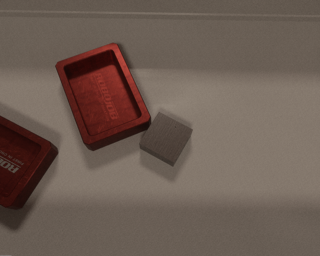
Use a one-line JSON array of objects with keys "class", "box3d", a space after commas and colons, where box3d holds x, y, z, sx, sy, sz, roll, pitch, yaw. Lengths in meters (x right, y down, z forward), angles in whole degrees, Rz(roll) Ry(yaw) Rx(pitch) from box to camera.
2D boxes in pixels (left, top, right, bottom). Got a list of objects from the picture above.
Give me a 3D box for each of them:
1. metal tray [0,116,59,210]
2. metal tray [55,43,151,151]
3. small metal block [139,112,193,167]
[{"class": "metal tray", "box3d": [-0.210, 0.033, 0.392, 0.130, 0.030, 0.090, 26, 72, 9]}, {"class": "metal tray", "box3d": [-0.077, -0.045, 0.422, 0.091, 0.030, 0.130, -22, 72, -8]}, {"class": "small metal block", "box3d": [0.008, 0.015, 0.404, 0.050, 0.025, 0.050, 28, 72, 9]}]
